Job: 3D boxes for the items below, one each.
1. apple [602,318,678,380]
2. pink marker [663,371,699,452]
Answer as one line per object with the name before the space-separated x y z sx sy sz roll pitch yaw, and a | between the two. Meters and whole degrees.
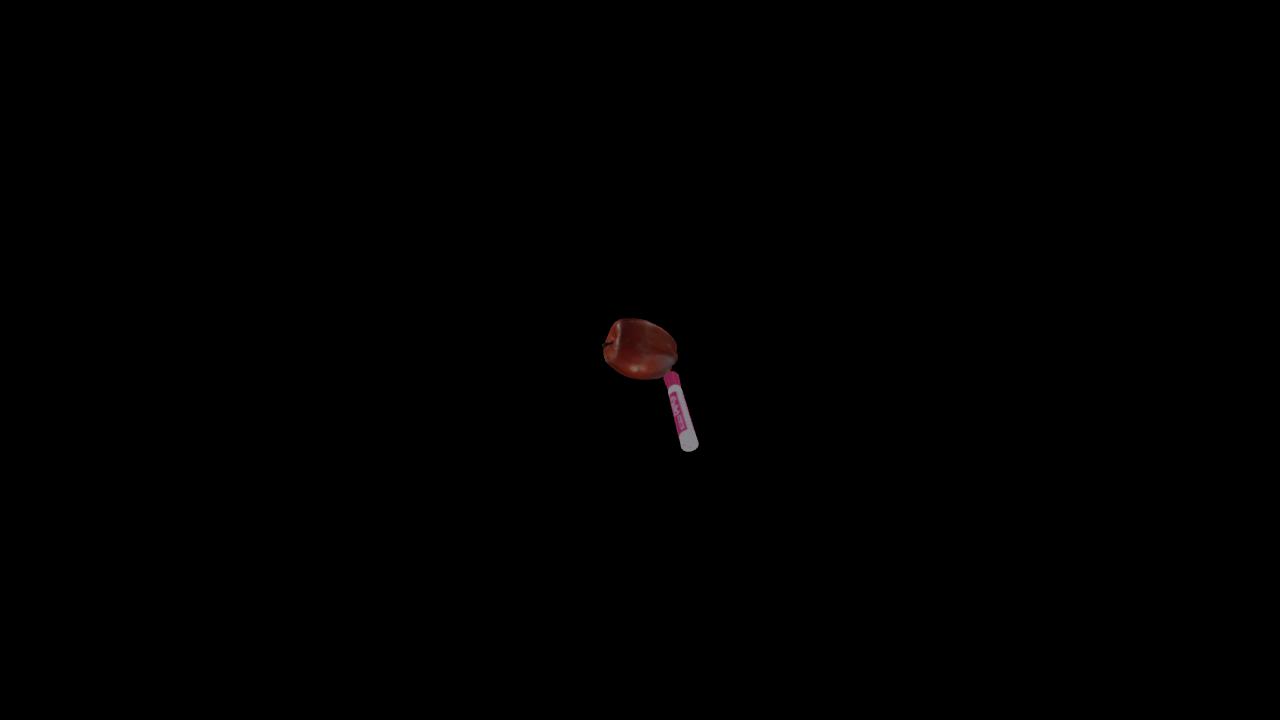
apple | -0.002 -0.012 0.766 0.093 0.079 0.079 13 -4 -16
pink marker | 0.044 0.053 0.686 0.020 0.020 0.121 0 37 -9
